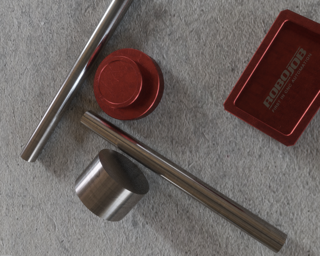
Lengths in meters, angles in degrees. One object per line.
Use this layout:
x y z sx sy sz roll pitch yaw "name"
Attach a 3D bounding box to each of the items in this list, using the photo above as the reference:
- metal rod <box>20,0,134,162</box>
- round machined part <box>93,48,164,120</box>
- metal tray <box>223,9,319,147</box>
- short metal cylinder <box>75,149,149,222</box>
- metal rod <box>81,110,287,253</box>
-0.121 -0.075 0.451 0.025 0.025 0.299 38 102 16 "metal rod"
-0.047 -0.059 0.417 0.098 0.042 0.097 0 90 20 "round machined part"
0.145 -0.055 0.354 0.090 0.030 0.129 33 101 16 "metal tray"
-0.061 0.073 0.401 0.080 0.080 0.050 45 104 14 "short metal cylinder"
0.018 0.060 0.402 0.300 0.025 0.025 31 100 17 "metal rod"
